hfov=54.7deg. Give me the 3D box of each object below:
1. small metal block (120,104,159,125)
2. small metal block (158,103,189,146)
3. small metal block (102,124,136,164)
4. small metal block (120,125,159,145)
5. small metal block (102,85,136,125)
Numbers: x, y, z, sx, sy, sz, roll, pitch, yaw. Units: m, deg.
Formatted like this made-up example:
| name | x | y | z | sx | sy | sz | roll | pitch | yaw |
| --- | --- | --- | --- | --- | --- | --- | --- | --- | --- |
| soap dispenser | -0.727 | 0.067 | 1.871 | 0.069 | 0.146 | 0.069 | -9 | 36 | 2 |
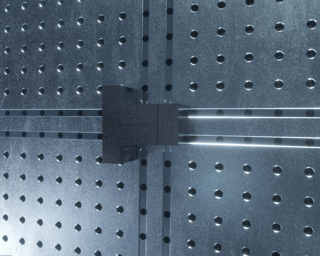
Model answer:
| name | x | y | z | sx | sy | sz | roll | pitch | yaw |
| --- | --- | --- | --- | --- | --- | --- | --- | --- | --- |
| small metal block | -0.018 | -0.017 | 0.404 | 0.050 | 0.050 | 0.025 | 0 | 90 | 19 |
| small metal block | 0.018 | -0.004 | 0.391 | 0.025 | 0.050 | 0.050 | 0 | 90 | 20 |
| small metal block | -0.054 | 0.020 | 0.416 | 0.025 | 0.050 | 0.050 | 0 | 90 | 20 |
| small metal block | -0.018 | 0.008 | 0.404 | 0.050 | 0.050 | 0.025 | 0 | 90 | 19 |
| small metal block | -0.054 | -0.029 | 0.416 | 0.025 | 0.050 | 0.050 | 0 | 90 | 20 |
